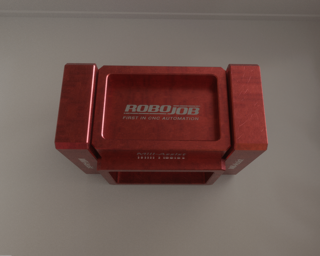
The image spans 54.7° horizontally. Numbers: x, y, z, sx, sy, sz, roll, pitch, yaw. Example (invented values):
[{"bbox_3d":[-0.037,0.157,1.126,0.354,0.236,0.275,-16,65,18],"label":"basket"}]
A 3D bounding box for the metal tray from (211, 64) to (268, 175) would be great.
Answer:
[{"bbox_3d":[0.083,-0.002,0.353,0.030,0.130,0.090,1,71,0],"label":"metal tray"}]

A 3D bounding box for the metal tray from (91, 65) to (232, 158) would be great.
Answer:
[{"bbox_3d":[0.002,-0.017,0.315,0.131,0.030,0.090,1,70,0],"label":"metal tray"}]

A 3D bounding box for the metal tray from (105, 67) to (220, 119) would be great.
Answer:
[{"bbox_3d":[0.002,-0.041,0.387,0.131,0.090,0.030,0,71,0],"label":"metal tray"}]

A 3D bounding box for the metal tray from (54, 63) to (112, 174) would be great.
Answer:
[{"bbox_3d":[-0.080,-0.003,0.353,0.030,0.130,0.090,1,71,0],"label":"metal tray"}]

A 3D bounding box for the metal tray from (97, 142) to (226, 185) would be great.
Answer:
[{"bbox_3d":[0.001,0.043,0.356,0.131,0.090,0.030,0,70,0],"label":"metal tray"}]
